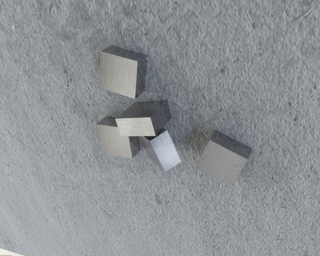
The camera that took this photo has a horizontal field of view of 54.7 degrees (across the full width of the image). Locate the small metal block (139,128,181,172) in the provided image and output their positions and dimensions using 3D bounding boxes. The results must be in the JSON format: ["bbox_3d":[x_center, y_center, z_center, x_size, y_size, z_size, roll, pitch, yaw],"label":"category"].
[{"bbox_3d":[-0.003,0.022,0.403,0.050,0.025,0.050,32,151,59],"label":"small metal block"}]

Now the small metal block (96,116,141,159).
[{"bbox_3d":[-0.059,0.013,0.446,0.050,0.025,0.050,8,122,24],"label":"small metal block"}]

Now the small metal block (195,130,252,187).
[{"bbox_3d":[0.079,0.038,0.389,0.050,0.025,0.050,28,128,10],"label":"small metal block"}]

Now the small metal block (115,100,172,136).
[{"bbox_3d":[-0.020,-0.013,0.393,0.050,0.050,0.025,-1,118,29],"label":"small metal block"}]

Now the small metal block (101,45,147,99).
[{"bbox_3d":[-0.046,-0.070,0.388,0.050,0.025,0.050,19,126,17],"label":"small metal block"}]
